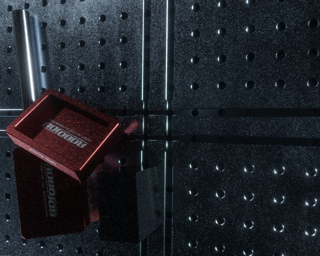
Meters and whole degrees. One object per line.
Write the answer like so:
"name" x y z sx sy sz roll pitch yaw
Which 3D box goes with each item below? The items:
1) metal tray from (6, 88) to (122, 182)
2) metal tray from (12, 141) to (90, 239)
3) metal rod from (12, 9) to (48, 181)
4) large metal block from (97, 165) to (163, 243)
"metal tray" -0.131 0.005 0.427 0.130 0.030 0.090 25 60 19
"metal tray" -0.156 0.087 0.449 0.091 0.030 0.129 -7 88 -1
"metal rod" -0.201 -0.035 0.483 0.025 0.025 0.298 -8 87 20
"large metal block" -0.035 0.092 0.396 0.050 0.080 0.080 -3 89 20
